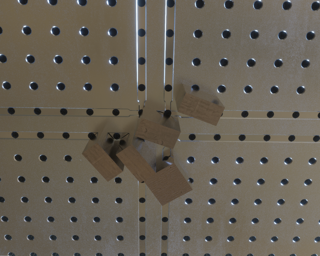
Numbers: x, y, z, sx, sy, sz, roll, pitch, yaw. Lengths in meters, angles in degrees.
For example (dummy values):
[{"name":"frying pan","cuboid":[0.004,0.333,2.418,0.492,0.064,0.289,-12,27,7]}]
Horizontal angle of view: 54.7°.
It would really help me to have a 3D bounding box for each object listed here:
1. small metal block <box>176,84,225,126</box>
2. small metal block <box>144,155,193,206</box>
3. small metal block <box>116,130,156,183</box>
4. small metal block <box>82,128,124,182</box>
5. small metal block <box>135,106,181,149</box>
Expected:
[{"name":"small metal block","cuboid":[0.049,-0.030,0.390,0.050,0.050,0.025,20,109,-8]},{"name":"small metal block","cuboid":[0.011,0.075,0.441,0.050,0.025,0.050,-31,108,10]},{"name":"small metal block","cuboid":[-0.030,0.037,0.413,0.025,0.050,0.050,-34,107,11]},{"name":"small metal block","cuboid":[-0.072,0.035,0.412,0.025,0.050,0.050,-35,107,12]},{"name":"small metal block","cuboid":[-0.003,-0.001,0.400,0.050,0.050,0.025,20,109,-8]}]
